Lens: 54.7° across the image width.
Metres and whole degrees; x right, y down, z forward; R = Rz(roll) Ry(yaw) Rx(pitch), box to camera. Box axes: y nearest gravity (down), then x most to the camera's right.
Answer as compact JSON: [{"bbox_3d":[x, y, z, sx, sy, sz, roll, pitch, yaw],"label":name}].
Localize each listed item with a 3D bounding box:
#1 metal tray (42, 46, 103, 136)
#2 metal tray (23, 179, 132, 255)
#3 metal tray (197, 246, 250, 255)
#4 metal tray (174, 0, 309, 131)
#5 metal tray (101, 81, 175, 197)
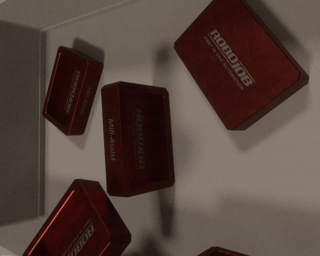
[{"bbox_3d":[-0.151,-0.063,0.524,0.090,0.030,0.129,31,109,35],"label":"metal tray"},{"bbox_3d":[-0.097,0.133,0.341,0.129,0.030,0.090,-54,50,12],"label":"metal tray"},{"bbox_3d":[0.085,0.155,0.293,0.130,0.091,0.030,1,91,39],"label":"metal tray"},{"bbox_3d":[0.081,-0.073,0.336,0.090,0.030,0.130,-43,64,31],"label":"metal tray"},{"bbox_3d":[-0.025,0.013,0.382,0.030,0.091,0.129,-7,86,40],"label":"metal tray"}]
